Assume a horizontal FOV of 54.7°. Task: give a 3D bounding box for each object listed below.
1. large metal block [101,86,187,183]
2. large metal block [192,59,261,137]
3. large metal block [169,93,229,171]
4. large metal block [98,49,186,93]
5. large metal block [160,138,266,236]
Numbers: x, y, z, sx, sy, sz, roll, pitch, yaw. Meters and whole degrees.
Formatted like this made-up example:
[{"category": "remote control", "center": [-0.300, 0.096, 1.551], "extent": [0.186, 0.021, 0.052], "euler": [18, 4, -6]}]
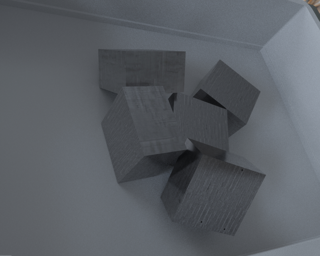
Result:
[{"category": "large metal block", "center": [-0.023, 0.008, 0.353], "extent": [0.050, 0.080, 0.080], "euler": [-6, 65, -31]}, {"category": "large metal block", "center": [0.094, -0.043, 0.467], "extent": [0.080, 0.050, 0.080], "euler": [38, 51, -3]}, {"category": "large metal block", "center": [0.042, 0.008, 0.408], "extent": [0.081, 0.050, 0.080], "euler": [18, 55, -19]}, {"category": "large metal block", "center": [-0.025, -0.073, 0.394], "extent": [0.081, 0.080, 0.050], "euler": [-8, 108, -31]}, {"category": "large metal block", "center": [0.058, 0.067, 0.352], "extent": [0.081, 0.080, 0.050], "euler": [19, 12, -19]}]
